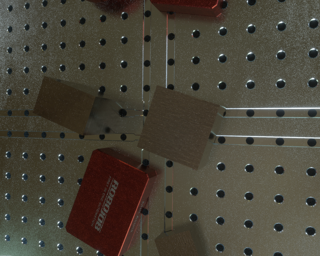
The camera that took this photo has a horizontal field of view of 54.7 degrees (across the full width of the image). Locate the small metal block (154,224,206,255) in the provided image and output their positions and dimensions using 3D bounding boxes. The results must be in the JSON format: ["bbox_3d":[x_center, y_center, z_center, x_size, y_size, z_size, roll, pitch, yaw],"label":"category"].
[{"bbox_3d":[0.027,0.160,0.403,0.050,0.025,0.050,-22,83,18],"label":"small metal block"}]

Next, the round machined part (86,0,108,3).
[{"bbox_3d":[-0.082,-0.224,0.433,0.098,0.042,0.097,0,90,20],"label":"round machined part"}]

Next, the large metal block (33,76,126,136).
[{"bbox_3d":[-0.106,-0.029,0.421,0.080,0.080,0.050,22,98,18],"label":"large metal block"}]

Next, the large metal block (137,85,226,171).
[{"bbox_3d":[0.028,-0.001,0.389,0.080,0.050,0.080,20,97,18],"label":"large metal block"}]

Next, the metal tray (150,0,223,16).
[{"bbox_3d":[0.044,-0.215,0.394,0.090,0.030,0.129,13,94,19],"label":"metal tray"}]

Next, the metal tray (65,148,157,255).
[{"bbox_3d":[-0.070,0.104,0.435,0.090,0.030,0.129,24,98,18],"label":"metal tray"}]
